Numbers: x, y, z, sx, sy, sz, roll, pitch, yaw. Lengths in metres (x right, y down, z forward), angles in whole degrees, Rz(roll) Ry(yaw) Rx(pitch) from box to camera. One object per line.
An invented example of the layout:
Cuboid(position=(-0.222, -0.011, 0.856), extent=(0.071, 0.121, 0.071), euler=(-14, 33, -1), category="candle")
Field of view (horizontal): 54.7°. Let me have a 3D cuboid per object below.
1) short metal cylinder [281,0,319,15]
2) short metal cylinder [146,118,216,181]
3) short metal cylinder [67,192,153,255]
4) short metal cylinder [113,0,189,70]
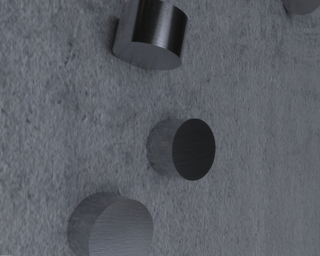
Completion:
Cuboid(position=(0.290, -0.274, 0.616), extent=(0.050, 0.080, 0.080), euler=(-45, 118, -31), category="short metal cylinder")
Cuboid(position=(0.029, 0.027, 0.415), extent=(0.081, 0.050, 0.079), euler=(0, 90, -40), category="short metal cylinder")
Cuboid(position=(-0.054, 0.115, 0.345), extent=(0.081, 0.050, 0.079), euler=(0, 90, -40), category="short metal cylinder")
Cuboid(position=(-0.010, -0.106, 0.362), extent=(0.081, 0.080, 0.050), euler=(17, 79, -39), category="short metal cylinder")
